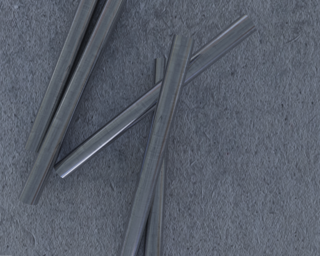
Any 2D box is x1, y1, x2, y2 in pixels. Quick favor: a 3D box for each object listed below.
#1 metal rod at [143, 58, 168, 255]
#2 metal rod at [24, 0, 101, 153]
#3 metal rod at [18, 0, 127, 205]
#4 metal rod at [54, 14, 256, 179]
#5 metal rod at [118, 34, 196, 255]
[{"bbox_3d":[-0.004,0.059,0.409,0.025,0.025,0.298,3,90,0],"label":"metal rod"},{"bbox_3d":[-0.114,-0.111,0.408,0.025,0.025,0.299,21,90,0],"label":"metal rod"},{"bbox_3d":[-0.110,-0.045,0.402,0.025,0.025,0.299,23,87,0],"label":"metal rod"},{"bbox_3d":[-0.013,-0.033,0.386,0.300,0.025,0.025,-37,90,9],"label":"metal rod"},{"bbox_3d":[-0.009,0.040,0.376,0.025,0.025,0.298,15,103,0],"label":"metal rod"}]
